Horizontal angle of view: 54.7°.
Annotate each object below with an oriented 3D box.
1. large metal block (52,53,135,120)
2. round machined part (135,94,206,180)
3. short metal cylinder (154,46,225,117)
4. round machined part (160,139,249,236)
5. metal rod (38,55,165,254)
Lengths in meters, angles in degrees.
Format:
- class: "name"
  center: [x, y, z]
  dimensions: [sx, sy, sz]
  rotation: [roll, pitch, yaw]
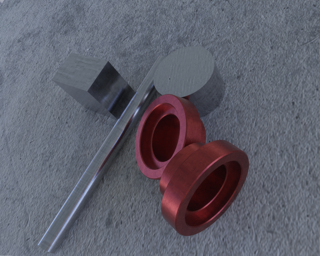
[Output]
- class: "large metal block"
  center: [-0.094, -0.060, 0.455]
  dimensions: [0.080, 0.080, 0.050]
  rotation: [20, 72, 35]
- class: "round machined part"
  center: [0.015, 0.013, 0.359]
  dimensions: [0.098, 0.042, 0.098]
  rotation: [-25, 58, 49]
- class: "short metal cylinder"
  center: [0.039, -0.059, 0.403]
  dimensions: [0.080, 0.050, 0.080]
  rotation: [-13, 56, 20]
- class: "round machined part"
  center: [0.039, 0.053, 0.304]
  dimensions: [0.098, 0.098, 0.042]
  rotation: [-48, 52, -6]
- class: "metal rod"
  center: [-0.067, 0.025, 0.423]
  dimensions: [0.025, 0.025, 0.300]
  rotation: [20, 72, 35]
